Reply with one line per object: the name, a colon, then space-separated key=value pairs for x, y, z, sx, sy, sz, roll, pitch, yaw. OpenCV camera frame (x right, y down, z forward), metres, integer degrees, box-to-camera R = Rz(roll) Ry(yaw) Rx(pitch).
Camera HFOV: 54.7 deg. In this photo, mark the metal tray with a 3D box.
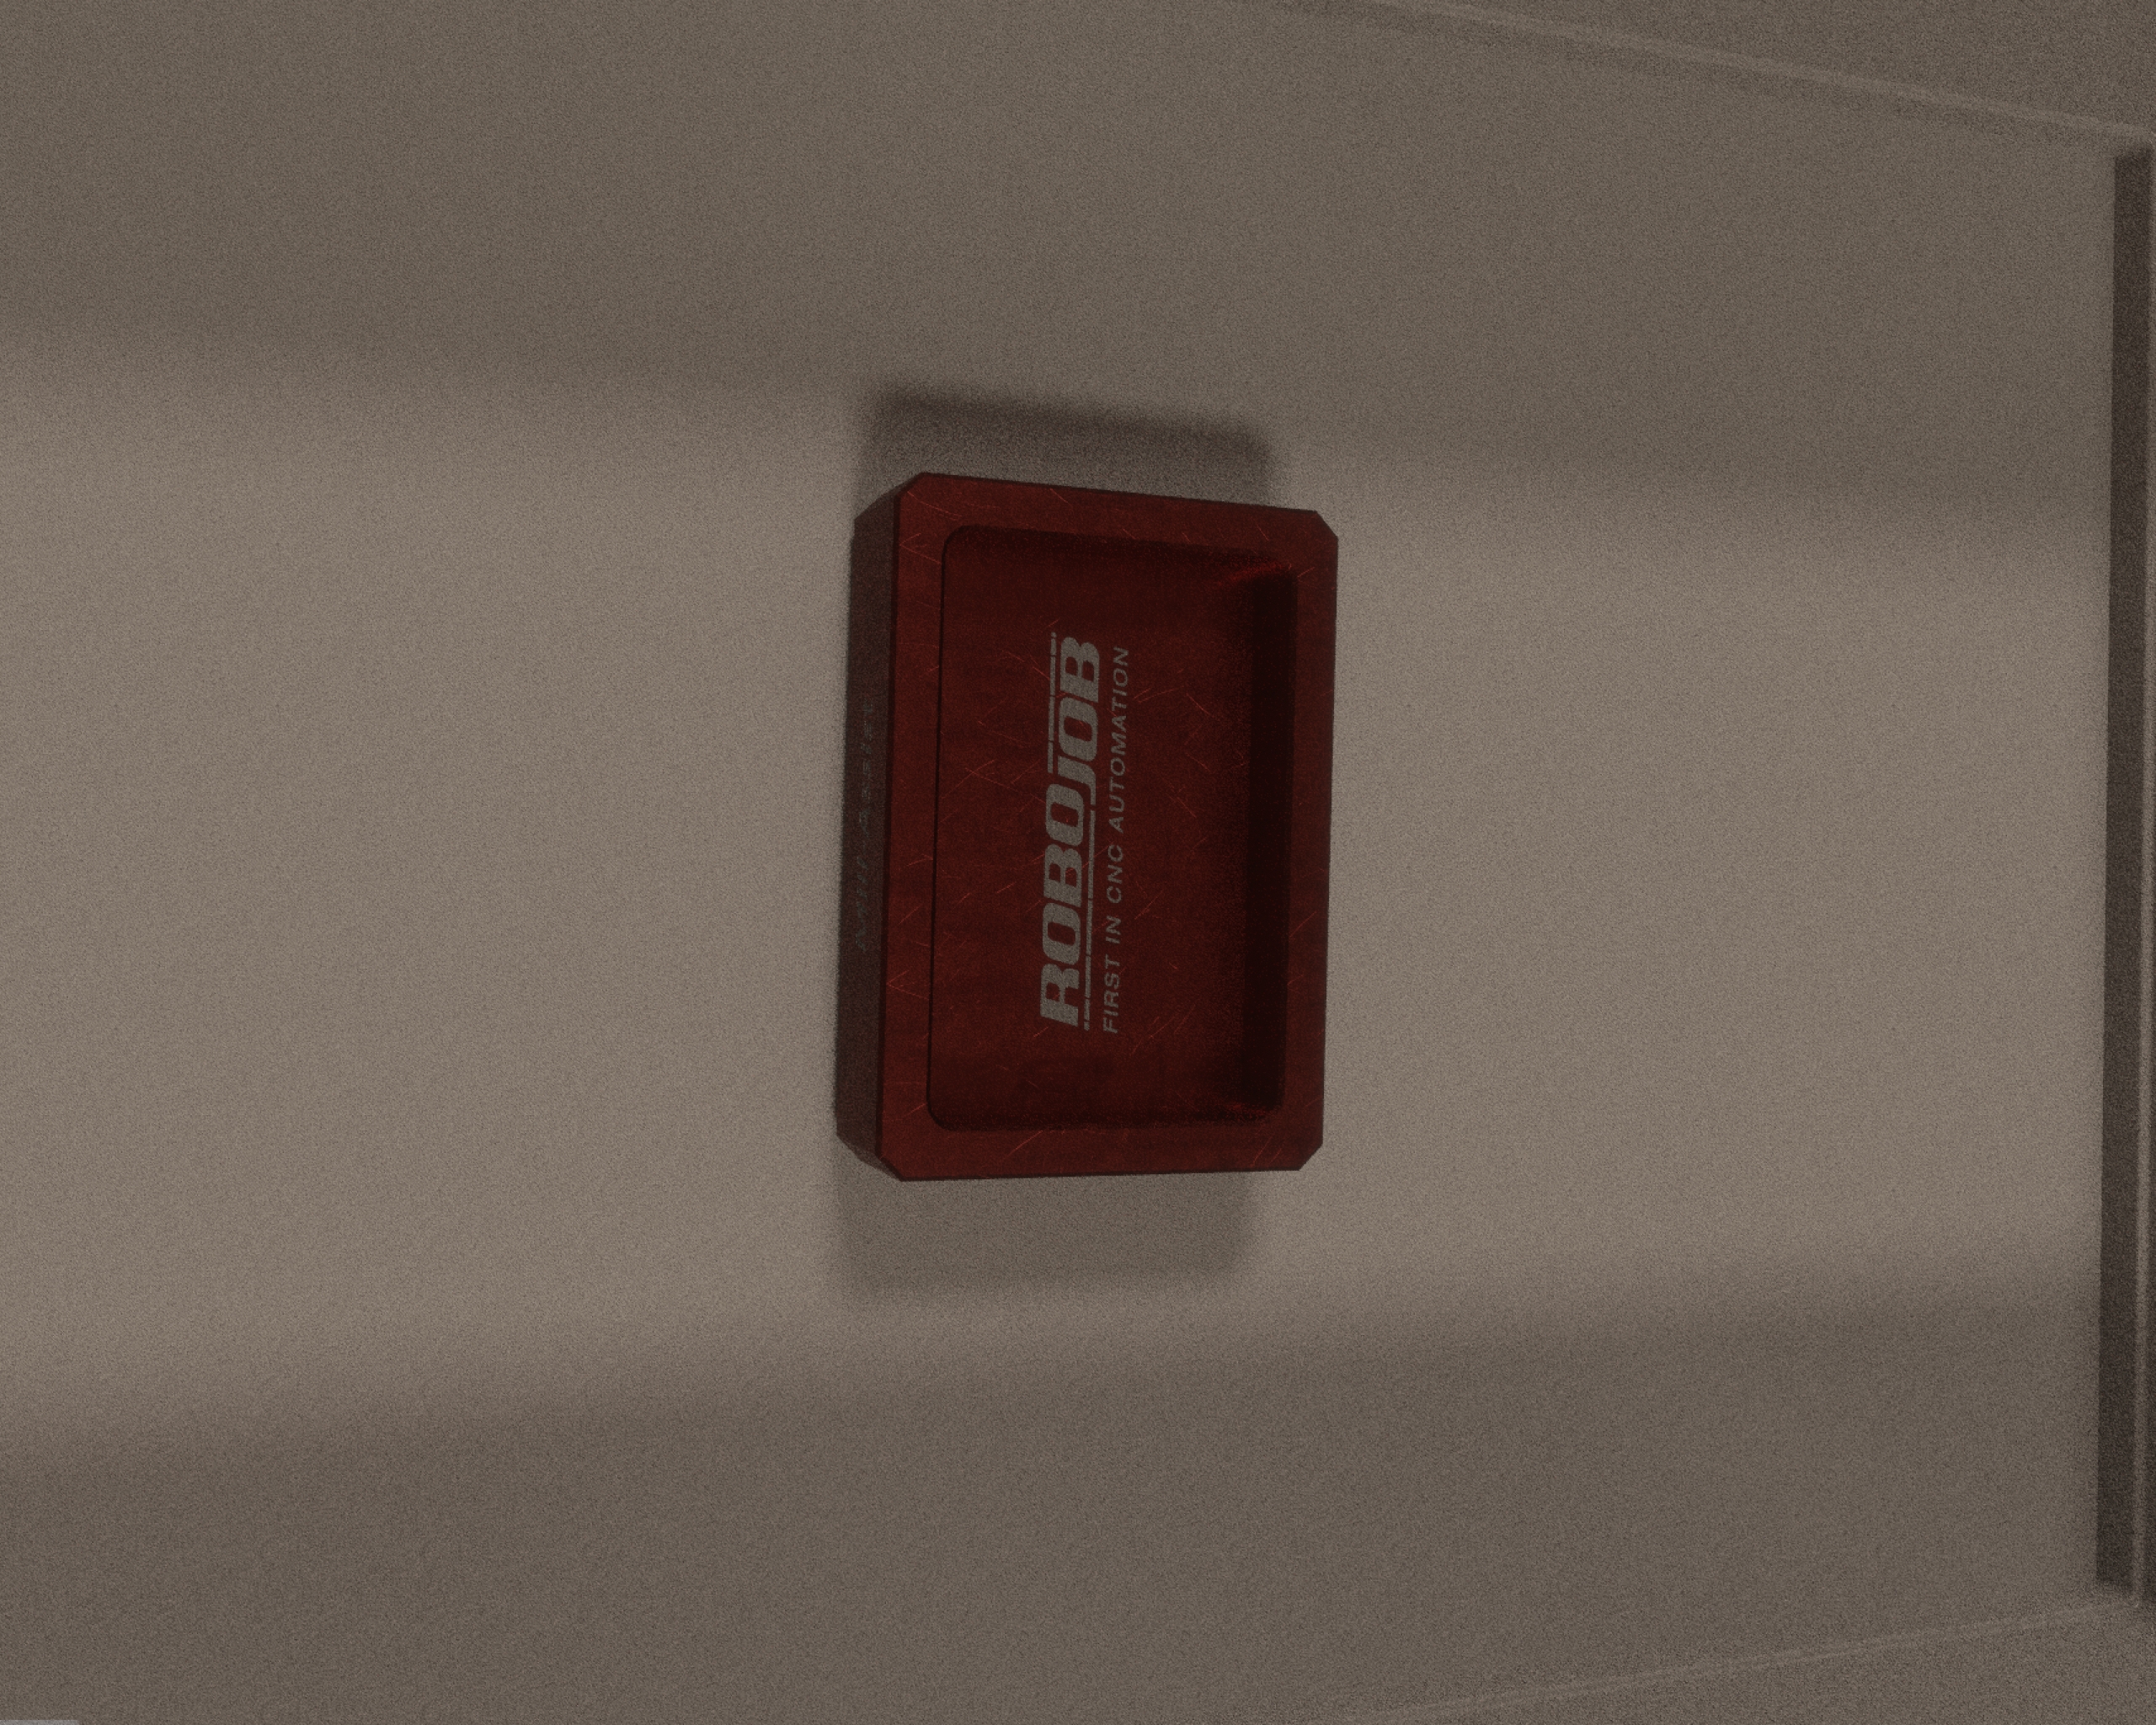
metal tray: x=0.002 y=-0.006 z=0.406 sx=0.091 sy=0.030 sz=0.129 roll=2 pitch=89 yaw=-21
